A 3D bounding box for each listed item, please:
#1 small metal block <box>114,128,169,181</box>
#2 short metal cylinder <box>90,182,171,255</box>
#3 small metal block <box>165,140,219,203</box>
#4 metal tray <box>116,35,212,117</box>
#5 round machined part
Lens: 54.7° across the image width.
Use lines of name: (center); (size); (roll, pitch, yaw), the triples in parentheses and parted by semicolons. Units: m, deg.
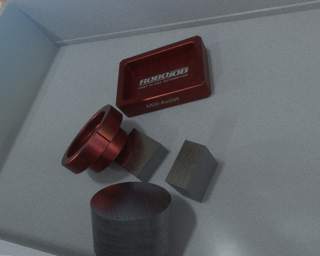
small metal block: (-0.026, 0.035, 0.397); (0.050, 0.025, 0.050); (29, 77, 37)
short metal cylinder: (-0.029, 0.095, 0.318); (0.080, 0.081, 0.050); (9, 108, 32)
small metal block: (0.037, 0.048, 0.340); (0.025, 0.050, 0.050); (16, 70, 34)
metal tray: (0.003, -0.073, 0.444); (0.130, 0.030, 0.090); (-13, 56, 20)
round machined part: (-0.080, 0.020, 0.405); (0.098, 0.042, 0.098); (-42, 22, 21)
